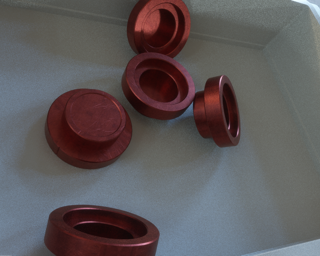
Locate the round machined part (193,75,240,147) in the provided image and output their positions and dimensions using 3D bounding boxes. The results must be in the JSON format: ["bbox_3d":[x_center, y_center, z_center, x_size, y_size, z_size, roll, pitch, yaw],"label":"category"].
[{"bbox_3d":[0.078,-0.021,0.429,0.098,0.042,0.098,31,55,-57],"label":"round machined part"}]

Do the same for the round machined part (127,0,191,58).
[{"bbox_3d":[-0.006,-0.149,0.457,0.099,0.097,0.042,-12,35,-33],"label":"round machined part"}]

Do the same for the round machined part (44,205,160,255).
[{"bbox_3d":[-0.053,0.105,0.277,0.099,0.098,0.042,12,89,-22],"label":"round machined part"}]

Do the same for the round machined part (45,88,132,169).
[{"bbox_3d":[-0.078,-0.006,0.356,0.099,0.042,0.098,14,56,-21],"label":"round machined part"}]

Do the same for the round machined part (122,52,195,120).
[{"bbox_3d":[-0.005,-0.052,0.421,0.099,0.042,0.098,12,56,-18],"label":"round machined part"}]
